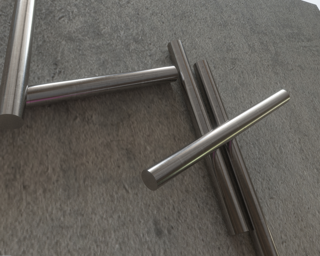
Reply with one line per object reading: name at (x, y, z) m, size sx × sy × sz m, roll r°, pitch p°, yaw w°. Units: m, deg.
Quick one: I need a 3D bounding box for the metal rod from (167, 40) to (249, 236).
metal rod at (0.061, -0.003, 0.439) m, size 0.025 × 0.025 × 0.299 m, roll -1°, pitch 62°, yaw -29°

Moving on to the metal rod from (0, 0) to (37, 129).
metal rod at (-0.165, -0.128, 0.374) m, size 0.025 × 0.025 × 0.299 m, roll 7°, pitch 53°, yaw -25°

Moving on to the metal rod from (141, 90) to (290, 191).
metal rod at (0.096, 0.002, 0.422) m, size 0.302 × 0.025 × 0.025 m, roll -27°, pitch 77°, yaw -37°

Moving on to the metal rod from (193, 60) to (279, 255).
metal rod at (0.100, 0.029, 0.442) m, size 0.025 × 0.025 × 0.299 m, roll 0°, pitch 62°, yaw -29°

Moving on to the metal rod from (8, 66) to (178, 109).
metal rod at (-0.101, -0.048, 0.379) m, size 0.303 × 0.025 × 0.025 m, roll -16°, pitch 70°, yaw -35°
